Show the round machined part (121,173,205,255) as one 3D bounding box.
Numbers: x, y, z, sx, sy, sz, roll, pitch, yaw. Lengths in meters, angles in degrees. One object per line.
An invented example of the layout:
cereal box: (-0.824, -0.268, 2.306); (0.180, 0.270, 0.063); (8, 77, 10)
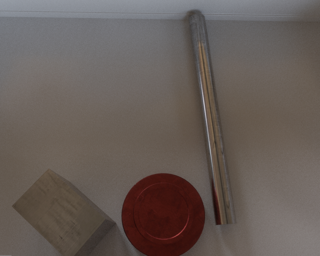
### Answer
round machined part: (0.004, 0.101, 0.364); (0.099, 0.042, 0.098); (0, 70, -1)

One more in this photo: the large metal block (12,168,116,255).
large metal block: (-0.101, 0.097, 0.344); (0.080, 0.080, 0.050); (38, 74, 12)

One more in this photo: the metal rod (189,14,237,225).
metal rod: (0.067, -0.025, 0.419); (0.025, 0.025, 0.299); (-4, 70, -2)
